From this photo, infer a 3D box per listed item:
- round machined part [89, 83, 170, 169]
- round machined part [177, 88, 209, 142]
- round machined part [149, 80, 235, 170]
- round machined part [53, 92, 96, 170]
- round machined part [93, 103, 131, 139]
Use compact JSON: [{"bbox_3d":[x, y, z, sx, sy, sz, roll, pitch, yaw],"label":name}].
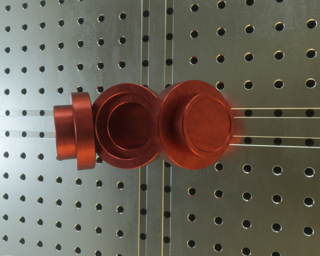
[{"bbox_3d":[-0.032,-0.002,0.368,0.098,0.042,0.097,0,90,19],"label":"round machined part"},{"bbox_3d":[0.034,-0.003,0.391,0.098,0.042,0.097,0,90,19],"label":"round machined part"},{"bbox_3d":[0.041,-0.003,0.334,0.042,0.099,0.097,0,90,60],"label":"round machined part"},{"bbox_3d":[-0.108,0.004,0.386,0.042,0.098,0.097,-5,88,-18],"label":"round machined part"},{"bbox_3d":[-0.059,-0.003,0.423,0.098,0.042,0.097,0,90,19],"label":"round machined part"}]
